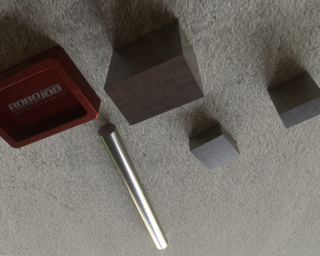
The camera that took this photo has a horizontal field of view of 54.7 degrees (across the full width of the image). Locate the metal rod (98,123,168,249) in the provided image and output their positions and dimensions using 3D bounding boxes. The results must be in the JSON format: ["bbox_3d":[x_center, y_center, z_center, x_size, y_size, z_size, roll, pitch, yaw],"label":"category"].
[{"bbox_3d":[-0.033,0.112,0.502,0.025,0.025,0.299,-11,130,9],"label":"metal rod"}]

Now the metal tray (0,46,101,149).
[{"bbox_3d":[-0.150,-0.032,0.374,0.130,0.030,0.090,-20,128,15],"label":"metal tray"}]

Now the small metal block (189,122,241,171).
[{"bbox_3d":[0.076,0.027,0.431,0.050,0.025,0.050,-30,124,23],"label":"small metal block"}]

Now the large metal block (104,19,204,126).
[{"bbox_3d":[-0.005,-0.059,0.321,0.080,0.080,0.050,-21,127,16],"label":"large metal block"}]

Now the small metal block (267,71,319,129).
[{"bbox_3d":[0.161,-0.033,0.365,0.050,0.050,0.025,-27,125,20],"label":"small metal block"}]
